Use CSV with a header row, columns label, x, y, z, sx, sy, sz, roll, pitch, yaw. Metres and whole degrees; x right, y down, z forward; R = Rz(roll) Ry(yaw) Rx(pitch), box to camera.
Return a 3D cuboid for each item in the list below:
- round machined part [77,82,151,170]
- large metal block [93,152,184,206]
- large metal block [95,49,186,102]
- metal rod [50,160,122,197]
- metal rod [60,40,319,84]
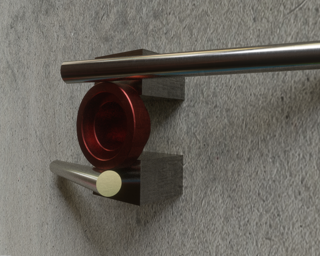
label,x,y,z,sx,sy,sz,roll,pitch,yaw
round machined part,-0.049,-0.002,0.357,0.098,0.042,0.097,0,90,39
large metal block,-0.026,0.058,0.390,0.080,0.081,0.050,2,91,39
large metal block,-0.024,-0.061,0.388,0.080,0.081,0.050,2,91,39
metal rod,-0.118,0.062,0.429,0.299,0.025,0.025,-7,85,62
metal rod,0.040,-0.063,0.302,0.301,0.025,0.025,0,90,17
